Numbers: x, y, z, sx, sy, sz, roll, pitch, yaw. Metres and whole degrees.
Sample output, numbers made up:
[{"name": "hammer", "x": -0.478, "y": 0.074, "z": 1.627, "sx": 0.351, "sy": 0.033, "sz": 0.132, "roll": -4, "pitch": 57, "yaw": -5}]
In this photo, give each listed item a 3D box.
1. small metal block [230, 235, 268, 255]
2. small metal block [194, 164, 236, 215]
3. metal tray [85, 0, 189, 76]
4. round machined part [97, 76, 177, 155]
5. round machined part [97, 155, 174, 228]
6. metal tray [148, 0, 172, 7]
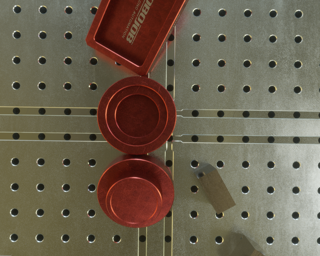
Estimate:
[{"name": "small metal block", "x": 0.112, "y": 0.175, "z": 0.402, "sx": 0.025, "sy": 0.050, "sz": 0.050, "roll": 34, "pitch": 90, "yaw": 0}, {"name": "small metal block", "x": 0.070, "y": 0.077, "z": 0.401, "sx": 0.025, "sy": 0.050, "sz": 0.050, "roll": -28, "pitch": 90, "yaw": 0}, {"name": "metal tray", "x": -0.026, "y": -0.142, "z": 0.385, "sx": 0.090, "sy": 0.030, "sz": 0.129, "roll": 30, "pitch": 114, "yaw": 0}, {"name": "round machined part", "x": -0.029, "y": -0.016, "z": 0.404, "sx": 0.099, "sy": 0.042, "sz": 0.097, "roll": 0, "pitch": 90, "yaw": 0}, {"name": "round machined part", "x": -0.031, "y": 0.085, "z": 0.393, "sx": 0.099, "sy": 0.042, "sz": 0.097, "roll": 0, "pitch": 106, "yaw": 1}, {"name": "metal tray", "x": -0.020, "y": -0.229, "z": 0.410, "sx": 0.090, "sy": 0.030, "sz": 0.130, "roll": -44, "pitch": 90, "yaw": 0}]
